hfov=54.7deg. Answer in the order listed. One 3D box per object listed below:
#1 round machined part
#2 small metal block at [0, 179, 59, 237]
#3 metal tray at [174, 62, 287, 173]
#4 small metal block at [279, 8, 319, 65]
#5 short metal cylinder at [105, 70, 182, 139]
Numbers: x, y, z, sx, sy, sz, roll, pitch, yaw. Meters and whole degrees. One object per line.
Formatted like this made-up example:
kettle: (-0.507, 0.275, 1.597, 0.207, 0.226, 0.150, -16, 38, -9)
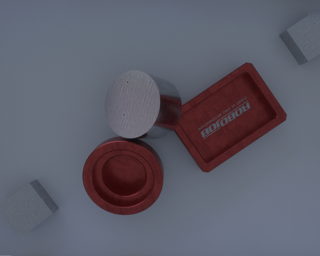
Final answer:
round machined part: (-0.044, 0.057, 0.395, 0.099, 0.042, 0.097, 1, 104, 3)
small metal block: (-0.173, 0.105, 0.409, 0.050, 0.025, 0.050, -37, 90, 0)
metal tray: (0.086, -0.014, 0.410, 0.130, 0.030, 0.090, -34, 90, -1)
small metal block: (0.199, -0.121, 0.414, 0.050, 0.025, 0.050, -35, 90, 0)
short metal cylinder: (-0.021, -0.026, 0.381, 0.080, 0.050, 0.080, -2, 86, 32)
